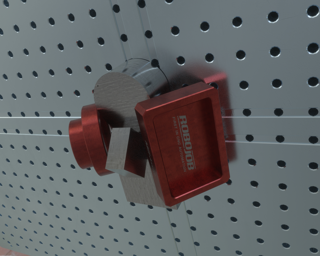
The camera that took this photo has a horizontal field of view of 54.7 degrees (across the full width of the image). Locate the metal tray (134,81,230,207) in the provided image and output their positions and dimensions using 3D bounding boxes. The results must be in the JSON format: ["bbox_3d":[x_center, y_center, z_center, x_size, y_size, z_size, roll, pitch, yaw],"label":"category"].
[{"bbox_3d":[0.030,0.020,0.368,0.030,0.091,0.129,-137,31,-60],"label":"metal tray"}]

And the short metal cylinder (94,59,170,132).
[{"bbox_3d":[-0.034,-0.040,0.387,0.080,0.050,0.079,13,124,21],"label":"short metal cylinder"}]

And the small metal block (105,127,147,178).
[{"bbox_3d":[-0.038,0.031,0.380,0.025,0.050,0.050,-2,160,26],"label":"small metal block"}]

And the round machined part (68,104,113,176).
[{"bbox_3d":[-0.091,0.018,0.418,0.042,0.098,0.097,-14,116,-2],"label":"round machined part"}]

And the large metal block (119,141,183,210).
[{"bbox_3d":[-0.009,0.063,0.438,0.080,0.050,0.080,2,120,27],"label":"large metal block"}]
